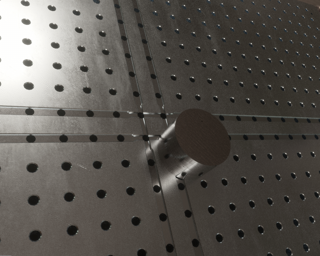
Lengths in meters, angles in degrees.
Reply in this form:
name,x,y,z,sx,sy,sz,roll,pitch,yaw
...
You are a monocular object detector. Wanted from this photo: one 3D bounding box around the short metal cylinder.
name,x,y,z,sx,sy,sz,roll,pitch,yaw
short metal cylinder,0.044,0.021,0.404,0.081,0.050,0.080,14,56,-21
